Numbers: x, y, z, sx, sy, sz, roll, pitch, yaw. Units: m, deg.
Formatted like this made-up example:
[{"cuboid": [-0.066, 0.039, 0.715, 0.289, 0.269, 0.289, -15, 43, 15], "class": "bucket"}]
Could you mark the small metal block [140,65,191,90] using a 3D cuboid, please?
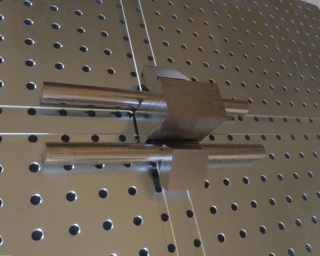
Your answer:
[{"cuboid": [0.007, -0.066, 0.433, 0.050, 0.025, 0.050, 1, 27, -28], "class": "small metal block"}]

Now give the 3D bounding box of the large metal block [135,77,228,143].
[{"cuboid": [0.024, -0.016, 0.390, 0.081, 0.080, 0.050, 2, 61, -28], "class": "large metal block"}]

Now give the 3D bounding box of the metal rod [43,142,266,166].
[{"cuboid": [0.014, 0.032, 0.392, 0.303, 0.025, 0.025, 2, 61, -27], "class": "metal rod"}]

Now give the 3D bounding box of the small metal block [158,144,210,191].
[{"cuboid": [0.029, 0.047, 0.375, 0.050, 0.025, 0.050, 3, 98, -27], "class": "small metal block"}]

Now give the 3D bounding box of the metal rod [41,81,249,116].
[{"cuboid": [-0.001, -0.036, 0.424, 0.303, 0.025, 0.025, 2, 61, -27], "class": "metal rod"}]
